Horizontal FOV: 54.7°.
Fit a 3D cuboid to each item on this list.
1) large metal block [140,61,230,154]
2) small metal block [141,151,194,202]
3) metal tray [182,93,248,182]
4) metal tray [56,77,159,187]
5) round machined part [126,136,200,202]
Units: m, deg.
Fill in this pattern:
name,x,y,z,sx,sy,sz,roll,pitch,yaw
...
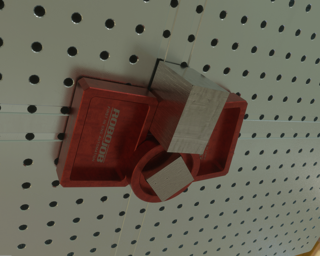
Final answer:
name,x,y,z,sx,sy,sz,roll,pitch,yaw
large metal block,0.025,-0.025,0.369,0.050,0.080,0.079,6,115,-31
small metal block,0.009,0.058,0.393,0.050,0.025,0.050,-34,129,-6
metal tray,0.068,0.016,0.450,0.091,0.030,0.129,-6,121,-25
metal tray,-0.065,0.011,0.374,0.091,0.030,0.129,6,115,-31
round machined part,0.001,0.048,0.414,0.099,0.042,0.097,-14,124,-21
